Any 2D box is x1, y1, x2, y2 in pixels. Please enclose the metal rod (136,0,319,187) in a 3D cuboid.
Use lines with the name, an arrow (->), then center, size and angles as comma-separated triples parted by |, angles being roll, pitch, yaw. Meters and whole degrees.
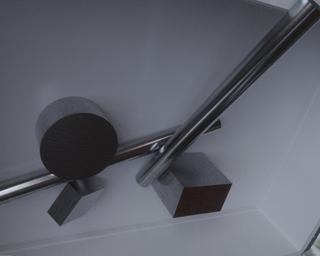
metal rod -> 0.052, -0.014, 0.350 | 0.025, 0.025, 0.298 | 9, 138, -33

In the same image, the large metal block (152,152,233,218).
large metal block -> 0.041, 0.078, 0.446 | 0.081, 0.080, 0.050 | 1, 118, -30

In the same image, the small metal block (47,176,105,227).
small metal block -> -0.104, 0.090, 0.391 | 0.050, 0.025, 0.050 | -53, 164, 15

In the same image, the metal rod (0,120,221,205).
metal rod -> -0.055, 0.035, 0.401 | 0.302, 0.025, 0.025 | -18, 126, -19

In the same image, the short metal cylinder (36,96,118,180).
short metal cylinder -> -0.093, 0.011, 0.345 | 0.081, 0.050, 0.079 | -12, 119, -21
